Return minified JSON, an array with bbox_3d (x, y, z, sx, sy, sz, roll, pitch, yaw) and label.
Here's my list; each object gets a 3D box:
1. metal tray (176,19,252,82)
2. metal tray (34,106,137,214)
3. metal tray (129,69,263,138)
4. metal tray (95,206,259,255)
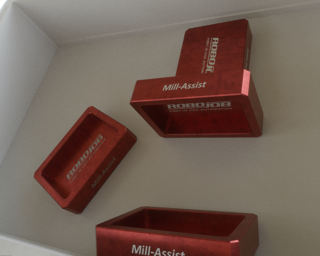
[{"bbox_3d":[0.071,-0.082,0.416,0.090,0.030,0.130,-1,61,27],"label":"metal tray"},{"bbox_3d":[-0.105,0.041,0.432,0.090,0.030,0.130,30,78,37],"label":"metal tray"},{"bbox_3d":[0.043,-0.022,0.354,0.130,0.090,0.030,-1,61,27],"label":"metal tray"},{"bbox_3d":[0.018,0.101,0.290,0.130,0.090,0.030,-3,87,26],"label":"metal tray"}]
